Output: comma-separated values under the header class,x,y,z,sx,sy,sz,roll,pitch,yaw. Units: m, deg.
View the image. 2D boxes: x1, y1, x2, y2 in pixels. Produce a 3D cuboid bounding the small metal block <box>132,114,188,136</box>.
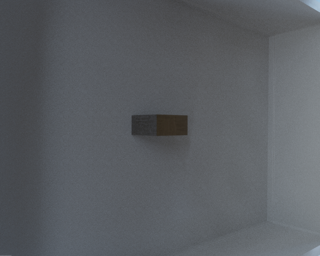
class,x,y,z,sx,sy,sz,roll,pitch,yaw
small metal block,-0.001,-0.003,0.392,0.050,0.050,0.025,0,90,-40
